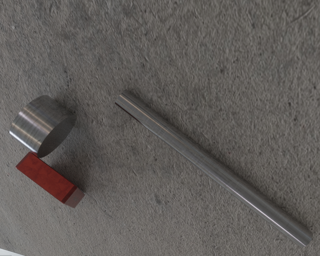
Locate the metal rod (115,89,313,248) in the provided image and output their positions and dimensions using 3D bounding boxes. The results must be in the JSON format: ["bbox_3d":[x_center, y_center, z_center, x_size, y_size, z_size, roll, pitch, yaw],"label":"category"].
[{"bbox_3d":[0.067,0.051,0.402,0.300,0.025,0.025,38,129,2],"label":"metal rod"}]

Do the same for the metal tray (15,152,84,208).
[{"bbox_3d":[-0.174,0.090,0.509,0.090,0.030,0.130,36,161,4],"label":"metal tray"}]

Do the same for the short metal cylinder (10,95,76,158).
[{"bbox_3d":[-0.172,-0.002,0.461,0.050,0.080,0.080,38,129,3],"label":"short metal cylinder"}]
